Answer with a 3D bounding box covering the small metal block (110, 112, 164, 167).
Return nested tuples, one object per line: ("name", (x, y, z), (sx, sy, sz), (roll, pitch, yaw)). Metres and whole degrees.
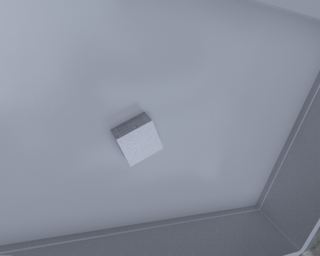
("small metal block", (-0.029, 0.015, 0.403), (0.050, 0.025, 0.050), (-29, 129, -10))
